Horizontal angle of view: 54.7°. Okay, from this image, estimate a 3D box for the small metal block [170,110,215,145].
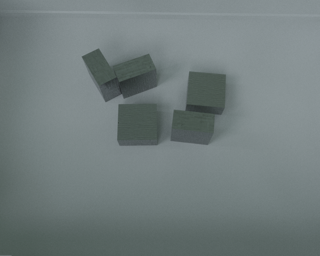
[{"bbox_3d":[0.040,0.000,0.396,0.050,0.050,0.025,6,70,2],"label":"small metal block"}]

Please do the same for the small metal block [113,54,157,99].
[{"bbox_3d":[-0.033,-0.069,0.421,0.050,0.050,0.025,-21,72,-8],"label":"small metal block"}]

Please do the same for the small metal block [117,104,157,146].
[{"bbox_3d":[-0.029,-0.004,0.411,0.050,0.025,0.050,-1,70,-1],"label":"small metal block"}]

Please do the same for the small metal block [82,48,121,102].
[{"bbox_3d":[-0.078,-0.070,0.421,0.025,0.050,0.050,-29,73,-10],"label":"small metal block"}]

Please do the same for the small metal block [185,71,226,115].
[{"bbox_3d":[0.063,-0.048,0.427,0.050,0.025,0.050,5,70,2],"label":"small metal block"}]
